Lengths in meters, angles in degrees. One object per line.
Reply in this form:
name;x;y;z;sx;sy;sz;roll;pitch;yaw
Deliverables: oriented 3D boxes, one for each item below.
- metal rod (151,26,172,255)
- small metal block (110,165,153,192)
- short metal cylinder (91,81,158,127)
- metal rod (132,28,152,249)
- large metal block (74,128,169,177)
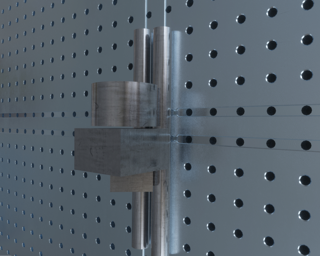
metal rod;0.002;0.020;0.407;0.025;0.025;0.298;1;91;39
small metal block;-0.036;0.063;0.391;0.050;0.050;0.025;1;91;-5
short metal cylinder;-0.043;-0.027;0.379;0.080;0.081;0.050;1;91;39
metal rod;-0.025;0.015;0.430;0.025;0.025;0.298;1;91;39
large metal block;-0.046;0.025;0.377;0.080;0.081;0.050;1;91;39
